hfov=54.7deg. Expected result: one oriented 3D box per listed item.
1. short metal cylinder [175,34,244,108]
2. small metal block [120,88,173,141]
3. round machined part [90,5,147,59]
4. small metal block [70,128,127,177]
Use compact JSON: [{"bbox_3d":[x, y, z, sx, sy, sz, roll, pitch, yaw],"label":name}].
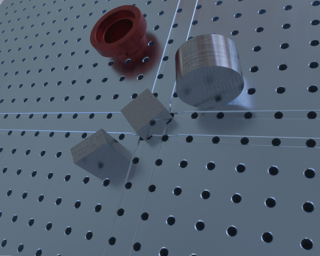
[{"bbox_3d":[0.059,-0.068,0.383,0.080,0.080,0.050,-13,57,20],"label":"short metal cylinder"},{"bbox_3d":[-0.019,-0.019,0.429,0.050,0.025,0.050,-40,51,1],"label":"small metal block"},{"bbox_3d":[-0.066,-0.158,0.527,0.098,0.042,0.098,-13,56,20],"label":"round machined part"},{"bbox_3d":[-0.081,0.034,0.412,0.050,0.050,0.025,-33,52,7],"label":"small metal block"}]
